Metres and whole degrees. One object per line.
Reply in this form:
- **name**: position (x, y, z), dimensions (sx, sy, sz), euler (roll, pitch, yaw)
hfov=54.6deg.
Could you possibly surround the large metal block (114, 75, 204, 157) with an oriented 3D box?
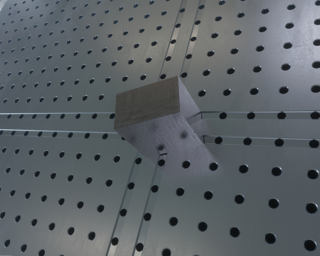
- **large metal block**: position (0.001, -0.010, 0.379), dimensions (0.080, 0.080, 0.050), euler (-14, 56, 20)
